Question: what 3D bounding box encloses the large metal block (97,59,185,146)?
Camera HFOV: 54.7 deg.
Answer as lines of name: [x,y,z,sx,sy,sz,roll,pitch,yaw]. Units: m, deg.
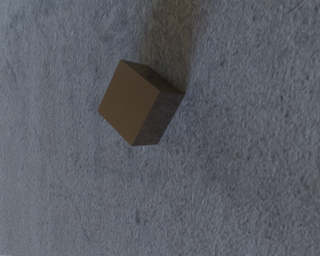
large metal block: [-0.027,-0.033,0.409,0.080,0.050,0.079,42,115,31]
